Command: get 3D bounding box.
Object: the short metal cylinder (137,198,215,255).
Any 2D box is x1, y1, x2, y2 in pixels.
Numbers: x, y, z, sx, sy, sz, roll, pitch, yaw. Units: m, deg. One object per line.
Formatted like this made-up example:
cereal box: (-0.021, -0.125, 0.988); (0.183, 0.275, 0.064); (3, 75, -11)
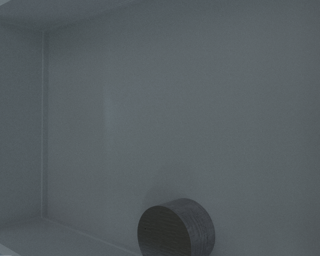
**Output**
short metal cylinder: (0.019, 0.130, 0.376); (0.080, 0.050, 0.080); (0, 90, 40)
